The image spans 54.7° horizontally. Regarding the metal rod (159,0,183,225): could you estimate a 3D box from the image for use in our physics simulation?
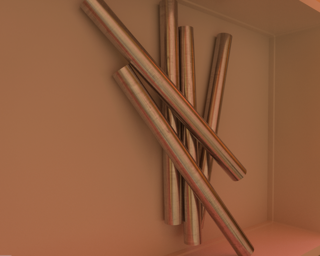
[{"bbox_3d":[0.015,-0.020,0.421,0.025,0.025,0.298,-2,92,-40],"label":"metal rod"}]

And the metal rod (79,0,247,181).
[{"bbox_3d":[0.016,-0.038,0.391,0.300,0.025,0.025,47,61,-19],"label":"metal rod"}]

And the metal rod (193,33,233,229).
[{"bbox_3d":[0.077,-0.001,0.473,0.025,0.025,0.299,17,79,-39],"label":"metal rod"}]

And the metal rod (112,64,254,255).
[{"bbox_3d":[0.036,0.051,0.400,0.025,0.025,0.299,-42,104,-32],"label":"metal rod"}]

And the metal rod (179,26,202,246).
[{"bbox_3d":[0.040,0.009,0.432,0.025,0.025,0.298,0,87,-40],"label":"metal rod"}]
